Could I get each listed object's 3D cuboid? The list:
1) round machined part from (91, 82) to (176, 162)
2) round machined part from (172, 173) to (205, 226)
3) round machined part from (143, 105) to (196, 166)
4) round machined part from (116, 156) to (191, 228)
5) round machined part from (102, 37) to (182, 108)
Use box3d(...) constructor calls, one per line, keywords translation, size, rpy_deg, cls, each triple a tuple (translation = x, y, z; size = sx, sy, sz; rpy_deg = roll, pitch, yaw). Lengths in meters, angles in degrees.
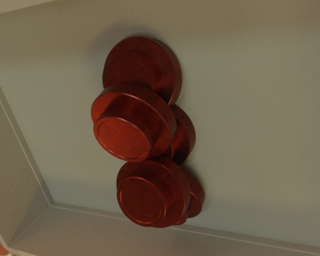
box3d(translation=(-0.035, 0.001, 0.348), size=(0.098, 0.042, 0.097), rpy_deg=(15, 137, 15), cls="round machined part")
box3d(translation=(0.010, 0.101, 0.435), size=(0.098, 0.042, 0.097), rpy_deg=(15, 139, 14), cls="round machined part")
box3d(translation=(-0.006, 0.014, 0.408), size=(0.098, 0.042, 0.097), rpy_deg=(13, 123, 21), cls="round machined part")
box3d(translation=(-0.015, 0.084, 0.389), size=(0.098, 0.042, 0.097), rpy_deg=(9, 111, 25), cls="round machined part")
box3d(translation=(-0.027, -0.056, 0.362), size=(0.098, 0.042, 0.097), rpy_deg=(7, 106, 26), cls="round machined part")
